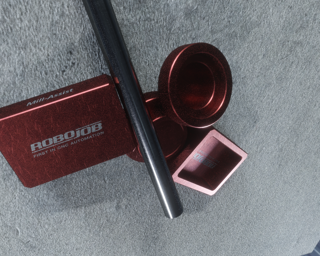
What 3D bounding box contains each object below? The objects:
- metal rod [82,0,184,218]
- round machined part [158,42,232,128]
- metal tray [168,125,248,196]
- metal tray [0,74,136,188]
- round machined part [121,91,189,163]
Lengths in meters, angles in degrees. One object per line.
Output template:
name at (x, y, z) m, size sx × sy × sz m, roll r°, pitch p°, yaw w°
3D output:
metal rod at (-0.026, -0.022, 0.337) m, size 0.025 × 0.025 × 0.298 m, roll -25°, pitch 114°, yaw -13°
round machined part at (0.037, -0.051, 0.373) m, size 0.099 × 0.042 × 0.097 m, roll -6°, pitch 100°, yaw -34°
metal tray at (0.068, 0.047, 0.457) m, size 0.090 × 0.030 × 0.130 m, roll -51°, pitch 139°, yaw 8°
metal tray at (-0.101, 0.004, 0.338) m, size 0.131 × 0.030 × 0.090 m, roll -20°, pitch 124°, yaw -6°
round machined part at (-0.004, 0.005, 0.399) m, size 0.099 × 0.042 × 0.097 m, roll -14°, pitch 124°, yaw -21°
